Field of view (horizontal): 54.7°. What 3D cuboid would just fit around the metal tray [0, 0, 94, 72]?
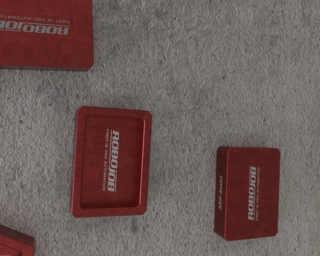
[{"bbox_3d":[-0.145,-0.113,0.353,0.131,0.030,0.089,-2,91,-20],"label":"metal tray"}]

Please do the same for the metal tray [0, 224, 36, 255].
[{"bbox_3d":[-0.207,0.167,0.330,0.090,0.030,0.130,30,80,-18],"label":"metal tray"}]

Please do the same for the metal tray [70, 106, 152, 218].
[{"bbox_3d":[-0.060,0.041,0.383,0.091,0.030,0.129,4,89,-20],"label":"metal tray"}]

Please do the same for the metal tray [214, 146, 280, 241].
[{"bbox_3d":[0.128,0.093,0.454,0.091,0.030,0.129,2,89,-20],"label":"metal tray"}]
